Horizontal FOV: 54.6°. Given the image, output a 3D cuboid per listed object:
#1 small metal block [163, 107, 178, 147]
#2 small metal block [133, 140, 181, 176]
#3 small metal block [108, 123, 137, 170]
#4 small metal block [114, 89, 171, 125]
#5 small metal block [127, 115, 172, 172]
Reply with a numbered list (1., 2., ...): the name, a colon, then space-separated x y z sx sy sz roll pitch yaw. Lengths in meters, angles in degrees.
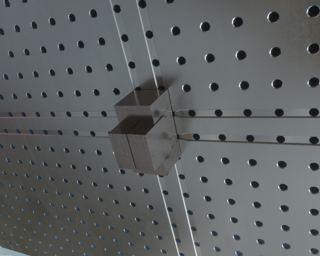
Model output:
1. small metal block: -0.008 -0.001 0.415 0.050 0.025 0.050 2 120 28
2. small metal block: -0.005 0.038 0.421 0.050 0.050 0.025 2 119 27
3. small metal block: -0.035 0.017 0.392 0.025 0.050 0.050 2 119 27
4. small metal block: -0.021 -0.027 0.389 0.050 0.050 0.025 2 120 27
5. small metal block: -0.011 0.017 0.380 0.025 0.050 0.050 3 120 28
